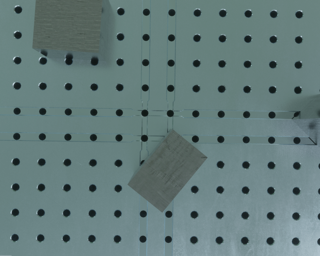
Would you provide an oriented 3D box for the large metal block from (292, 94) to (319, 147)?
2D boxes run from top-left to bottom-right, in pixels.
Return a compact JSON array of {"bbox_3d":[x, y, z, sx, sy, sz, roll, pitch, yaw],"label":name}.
[{"bbox_3d":[0.228,0.000,0.387,0.050,0.080,0.080,-44,90,0],"label":"large metal block"}]

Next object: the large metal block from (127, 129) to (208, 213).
[{"bbox_3d":[0.009,0.048,0.386,0.050,0.080,0.080,39,90,0],"label":"large metal block"}]

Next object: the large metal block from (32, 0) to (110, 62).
[{"bbox_3d":[-0.111,-0.134,0.400,0.080,0.050,0.080,4,90,0],"label":"large metal block"}]
